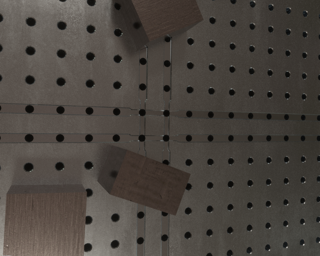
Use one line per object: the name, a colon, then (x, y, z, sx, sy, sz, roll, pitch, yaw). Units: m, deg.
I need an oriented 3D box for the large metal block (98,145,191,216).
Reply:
large metal block: (-0.022, 0.061, 0.376, 0.080, 0.080, 0.050, 23, 82, -19)

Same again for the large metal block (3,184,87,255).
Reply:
large metal block: (-0.129, 0.109, 0.352, 0.081, 0.050, 0.079, 3, 89, -20)

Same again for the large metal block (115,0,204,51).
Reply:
large metal block: (-0.003, -0.157, 0.399, 0.081, 0.050, 0.080, -27, 99, -18)
